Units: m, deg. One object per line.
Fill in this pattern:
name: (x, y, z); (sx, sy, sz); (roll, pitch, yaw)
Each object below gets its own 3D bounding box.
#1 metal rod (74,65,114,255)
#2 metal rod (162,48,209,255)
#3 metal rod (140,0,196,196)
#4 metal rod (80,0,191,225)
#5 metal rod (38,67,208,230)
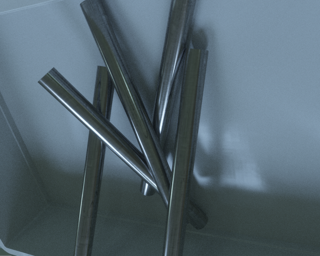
metal rod: (-0.092, 0.066, 0.423); (0.025, 0.025, 0.298); (13, 101, 20)
metal rod: (0.025, 0.060, 0.365); (0.025, 0.025, 0.298); (10, 102, 22)
metal rod: (0.004, -0.025, 0.389); (0.025, 0.025, 0.298); (21, 126, 15)
metal rod: (-0.026, -0.011, 0.386); (0.025, 0.025, 0.299); (-15, 102, 34)
metal rod: (-0.034, 0.040, 0.408); (0.025, 0.025, 0.300); (-26, 118, 37)
